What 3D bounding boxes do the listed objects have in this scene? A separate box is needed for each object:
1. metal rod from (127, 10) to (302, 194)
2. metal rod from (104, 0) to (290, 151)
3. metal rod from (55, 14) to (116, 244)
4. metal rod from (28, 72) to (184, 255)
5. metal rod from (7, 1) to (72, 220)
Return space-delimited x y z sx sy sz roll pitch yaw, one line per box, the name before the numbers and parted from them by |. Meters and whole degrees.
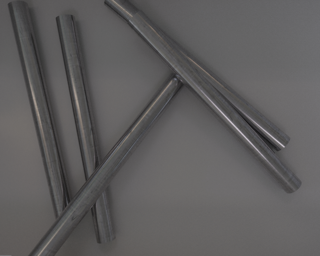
metal rod | 0.073 -0.028 0.395 0.025 0.025 0.300 -44 97 0
metal rod | 0.049 -0.075 0.411 0.300 0.025 0.025 40 90 0
metal rod | -0.098 0.001 0.410 0.025 0.025 0.298 -10 90 0
metal rod | -0.064 0.050 0.389 0.025 0.025 0.300 37 81 0
metal rod | -0.155 -0.017 0.409 0.025 0.025 0.298 -13 90 0
